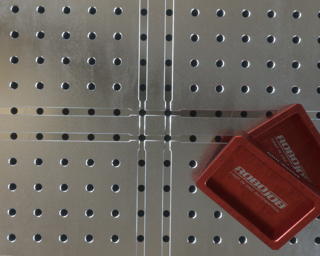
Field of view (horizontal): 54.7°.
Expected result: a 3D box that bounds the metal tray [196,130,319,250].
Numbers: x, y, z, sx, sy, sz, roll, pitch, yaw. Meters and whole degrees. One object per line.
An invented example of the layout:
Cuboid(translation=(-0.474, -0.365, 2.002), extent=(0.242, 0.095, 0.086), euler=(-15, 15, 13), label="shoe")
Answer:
Cuboid(translation=(0.123, 0.077, 0.387), extent=(0.130, 0.030, 0.090), euler=(39, 112, 7), label="metal tray")

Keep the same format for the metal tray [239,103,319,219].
Cuboid(translation=(0.176, 0.044, 0.413), extent=(0.090, 0.030, 0.130), euler=(-32, 90, -1), label="metal tray")
